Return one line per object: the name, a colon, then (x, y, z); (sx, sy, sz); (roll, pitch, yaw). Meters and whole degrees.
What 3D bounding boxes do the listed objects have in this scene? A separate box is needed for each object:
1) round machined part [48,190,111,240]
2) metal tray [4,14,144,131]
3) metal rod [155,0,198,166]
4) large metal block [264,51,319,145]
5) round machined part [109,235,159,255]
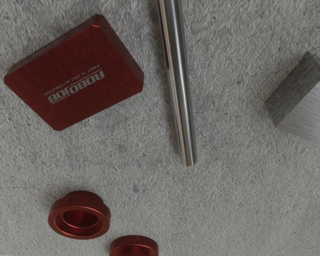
round machined part: (-0.131, 0.141, 0.515); (0.099, 0.042, 0.097); (-1, 130, 0)
metal tray: (-0.095, -0.057, 0.354); (0.130, 0.030, 0.090); (-24, 127, 18)
metal rod: (0.019, -0.067, 0.350); (0.025, 0.025, 0.298); (-7, 130, 5)
large metal block: (0.188, -0.031, 0.367); (0.080, 0.050, 0.079); (20, 127, -17)
round machined part: (-0.052, 0.258, 0.615); (0.099, 0.042, 0.097); (-1, 130, 0)
